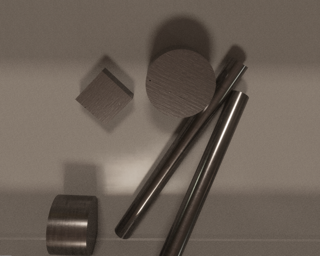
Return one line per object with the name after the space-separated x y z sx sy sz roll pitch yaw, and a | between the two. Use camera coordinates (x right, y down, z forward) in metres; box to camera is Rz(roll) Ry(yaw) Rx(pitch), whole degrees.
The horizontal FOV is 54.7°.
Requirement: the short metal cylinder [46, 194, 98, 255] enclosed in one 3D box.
-0.119 0.134 0.430 0.050 0.080 0.079 3 110 -1 | short metal cylinder

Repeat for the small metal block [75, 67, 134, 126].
-0.070 -0.040 0.396 0.050 0.025 0.050 43 104 -15 | small metal block

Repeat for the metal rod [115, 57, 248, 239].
0.020 0.038 0.425 0.025 0.025 0.298 30 107 -11 | metal rod

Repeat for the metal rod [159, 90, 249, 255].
0.041 0.092 0.379 0.025 0.025 0.299 26 82 -10 | metal rod

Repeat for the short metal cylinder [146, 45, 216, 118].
0.024 -0.058 0.377 0.081 0.050 0.079 0 110 -1 | short metal cylinder
